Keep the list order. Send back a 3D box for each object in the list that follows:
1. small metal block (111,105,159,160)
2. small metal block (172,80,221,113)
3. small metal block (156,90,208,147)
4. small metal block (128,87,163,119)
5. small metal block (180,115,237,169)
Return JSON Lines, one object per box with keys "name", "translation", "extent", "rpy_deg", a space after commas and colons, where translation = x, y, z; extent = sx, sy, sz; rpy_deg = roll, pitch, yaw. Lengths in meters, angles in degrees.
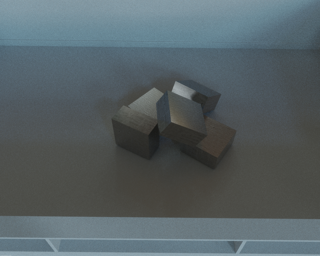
{"name": "small metal block", "translation": [-0.029, 0.006, 0.380], "extent": [0.050, 0.050, 0.025], "rpy_deg": [23, 54, 18]}
{"name": "small metal block", "translation": [0.049, -0.044, 0.426], "extent": [0.050, 0.025, 0.050], "rpy_deg": [30, 23, 22]}
{"name": "small metal block", "translation": [0.025, -0.011, 0.365], "extent": [0.050, 0.025, 0.050], "rpy_deg": [20, 44, -27]}
{"name": "small metal block", "translation": [-0.007, -0.022, 0.420], "extent": [0.050, 0.025, 0.050], "rpy_deg": [36, 58, 26]}
{"name": "small metal block", "translation": [0.060, 0.016, 0.390], "extent": [0.050, 0.025, 0.050], "rpy_deg": [28, 55, 21]}
